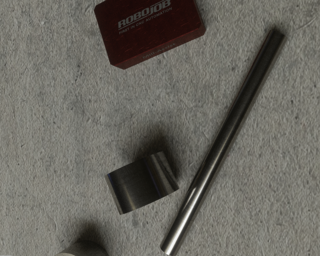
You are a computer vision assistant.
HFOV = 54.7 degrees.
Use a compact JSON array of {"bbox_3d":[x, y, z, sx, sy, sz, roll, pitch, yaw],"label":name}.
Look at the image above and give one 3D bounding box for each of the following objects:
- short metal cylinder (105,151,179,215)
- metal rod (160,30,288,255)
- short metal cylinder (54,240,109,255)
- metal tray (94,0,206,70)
[{"bbox_3d":[-0.022,0.068,0.388,0.080,0.080,0.050,-26,82,18],"label":"short metal cylinder"},{"bbox_3d":[0.074,0.025,0.382,0.025,0.025,0.298,28,99,18],"label":"metal rod"},{"bbox_3d":[-0.115,0.206,0.436,0.080,0.050,0.079,0,90,20],"label":"short metal cylinder"},{"bbox_3d":[-0.015,-0.144,0.412,0.130,0.030,0.090,-19,84,18],"label":"metal tray"}]
